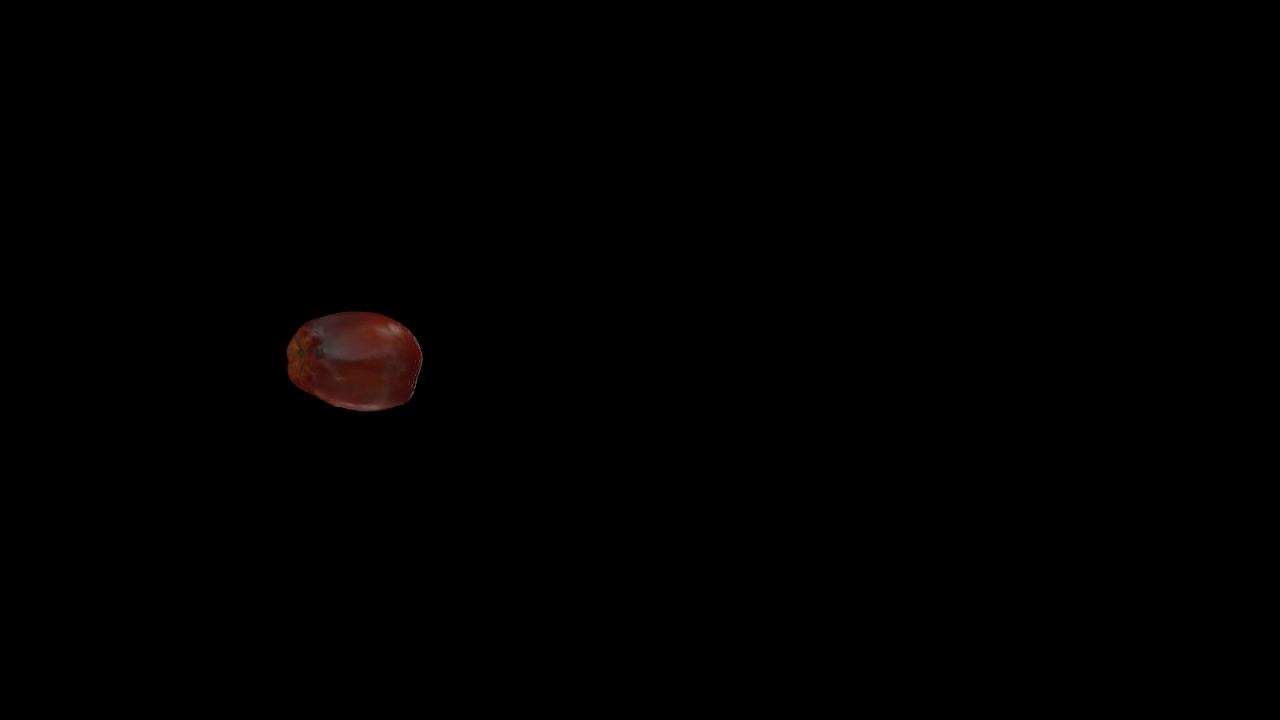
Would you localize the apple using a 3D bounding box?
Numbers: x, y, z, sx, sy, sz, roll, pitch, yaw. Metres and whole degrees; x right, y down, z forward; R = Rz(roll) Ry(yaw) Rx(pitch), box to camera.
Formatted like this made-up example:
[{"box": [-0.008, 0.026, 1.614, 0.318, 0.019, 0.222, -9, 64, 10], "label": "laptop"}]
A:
[{"box": [-0.209, 0.000, 0.457, 0.079, 0.079, 0.093, 0, -3, 35], "label": "apple"}]
